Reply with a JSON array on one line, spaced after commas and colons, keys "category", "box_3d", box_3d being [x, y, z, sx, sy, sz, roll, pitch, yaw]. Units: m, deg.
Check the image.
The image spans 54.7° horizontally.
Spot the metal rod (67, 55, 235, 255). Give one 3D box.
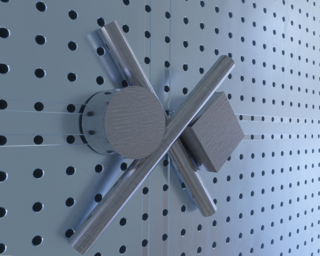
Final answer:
[{"category": "metal rod", "box_3d": [0.002, 0.019, 0.379, 0.301, 0.025, 0.025, -50, 120, -18]}]

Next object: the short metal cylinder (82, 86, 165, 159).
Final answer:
[{"category": "short metal cylinder", "box_3d": [-0.041, -0.006, 0.354, 0.081, 0.050, 0.079, 0, 90, -40]}]

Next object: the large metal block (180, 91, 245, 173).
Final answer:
[{"category": "large metal block", "box_3d": [0.067, 0.005, 0.443, 0.080, 0.050, 0.080, -46, 118, -30]}]

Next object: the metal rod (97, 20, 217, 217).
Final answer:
[{"category": "metal rod", "box_3d": [0.007, 0.003, 0.409, 0.025, 0.025, 0.299, -43, 116, -31]}]
